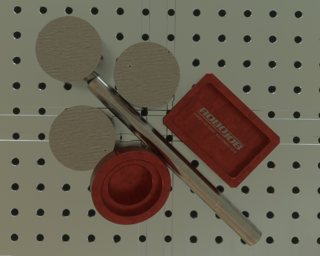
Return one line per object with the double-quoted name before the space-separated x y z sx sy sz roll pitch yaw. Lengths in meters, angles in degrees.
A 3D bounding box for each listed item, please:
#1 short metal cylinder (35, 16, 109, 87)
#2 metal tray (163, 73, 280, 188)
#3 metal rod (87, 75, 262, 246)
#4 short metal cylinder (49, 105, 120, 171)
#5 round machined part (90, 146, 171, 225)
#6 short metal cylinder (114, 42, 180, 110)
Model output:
"short metal cylinder" -0.110 -0.096 0.400 0.081 0.050 0.080 0 90 0
"metal tray" 0.079 0.003 0.410 0.130 0.030 0.090 44 90 0
"metal rod" 0.019 0.043 0.414 0.300 0.025 0.025 44 90 0
"short metal cylinder" -0.094 0.012 0.400 0.081 0.050 0.080 0 90 0
"round machined part" -0.039 0.069 0.394 0.099 0.042 0.097 -5 107 -18
"short metal cylinder" -0.016 -0.065 0.400 0.081 0.050 0.080 0 90 0
